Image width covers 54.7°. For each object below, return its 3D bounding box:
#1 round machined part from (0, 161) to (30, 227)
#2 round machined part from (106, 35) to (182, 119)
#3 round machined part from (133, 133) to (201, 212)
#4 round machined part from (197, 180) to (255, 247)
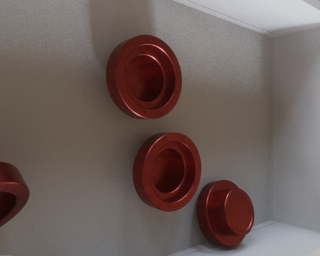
[{"bbox_3d":[-0.159,0.055,0.239,0.099,0.097,0.042,-21,64,-38],"label":"round machined part"},{"bbox_3d":[-0.023,-0.059,0.376,0.099,0.042,0.097,0,90,-40],"label":"round machined part"},{"bbox_3d":[0.005,0.054,0.399,0.099,0.042,0.097,0,90,-40],"label":"round machined part"},{"bbox_3d":[0.105,0.128,0.469,0.099,0.042,0.098,15,66,-36],"label":"round machined part"}]
